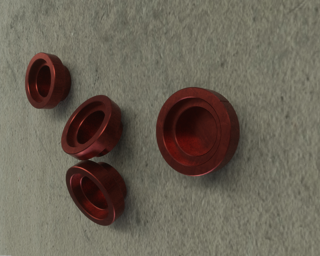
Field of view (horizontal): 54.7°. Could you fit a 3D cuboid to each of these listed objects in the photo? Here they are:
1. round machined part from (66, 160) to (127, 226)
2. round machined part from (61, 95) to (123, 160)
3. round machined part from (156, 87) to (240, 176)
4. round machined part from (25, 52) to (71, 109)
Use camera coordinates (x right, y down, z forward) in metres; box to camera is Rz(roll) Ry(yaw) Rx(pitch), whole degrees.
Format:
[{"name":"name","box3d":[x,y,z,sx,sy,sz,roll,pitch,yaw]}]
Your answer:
[{"name":"round machined part","box3d":[-0.087,0.088,0.448,0.098,0.042,0.097,20,126,31]},{"name":"round machined part","box3d":[-0.093,0.003,0.451,0.098,0.042,0.098,-23,47,27]},{"name":"round machined part","box3d":[0.046,0.004,0.354,0.098,0.042,0.097,0,90,39]},{"name":"round machined part","box3d":[-0.196,-0.082,0.552,0.098,0.042,0.097,0,90,39]}]
